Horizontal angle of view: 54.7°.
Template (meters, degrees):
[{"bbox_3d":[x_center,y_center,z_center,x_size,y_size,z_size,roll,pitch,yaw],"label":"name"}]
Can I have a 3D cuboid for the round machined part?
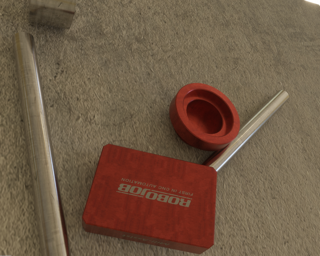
[{"bbox_3d":[0.057,-0.011,0.429,0.099,0.042,0.098,13,55,-19],"label":"round machined part"}]

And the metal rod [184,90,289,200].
[{"bbox_3d":[0.123,0.012,0.462,0.025,0.025,0.302,49,51,6],"label":"metal rod"}]

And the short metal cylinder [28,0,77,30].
[{"bbox_3d":[-0.139,-0.173,0.399,0.050,0.080,0.080,5,60,-26],"label":"short metal cylinder"}]

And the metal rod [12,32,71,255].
[{"bbox_3d":[-0.125,0.023,0.322,0.025,0.025,0.299,-4,64,-30],"label":"metal rod"}]

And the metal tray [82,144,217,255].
[{"bbox_3d":[-0.007,0.075,0.332,0.131,0.030,0.090,13,55,-5],"label":"metal tray"}]
